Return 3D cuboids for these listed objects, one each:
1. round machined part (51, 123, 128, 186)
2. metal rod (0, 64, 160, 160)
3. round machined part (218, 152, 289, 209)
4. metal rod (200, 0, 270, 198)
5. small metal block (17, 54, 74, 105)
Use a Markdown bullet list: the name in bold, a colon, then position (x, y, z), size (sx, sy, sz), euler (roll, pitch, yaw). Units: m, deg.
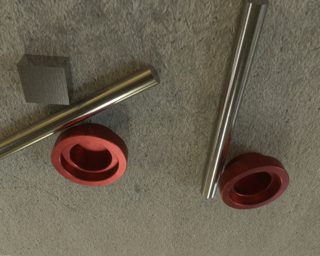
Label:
- **round machined part**: position (-0.093, 0.032, 0.422), size (0.099, 0.042, 0.097), euler (0, 130, 0)
- **metal rod**: position (-0.137, -0.006, 0.400), size (0.300, 0.025, 0.025), euler (-23, 127, 18)
- **round machined part**: position (0.133, 0.074, 0.455), size (0.099, 0.042, 0.097), euler (-5, 131, -6)
- **metal rod**: position (0.085, -0.011, 0.398), size (0.025, 0.025, 0.298), euler (2, 130, -2)
- **small metal block**: position (-0.130, -0.056, 0.359), size (0.050, 0.025, 0.050), euler (3, 130, -3)
